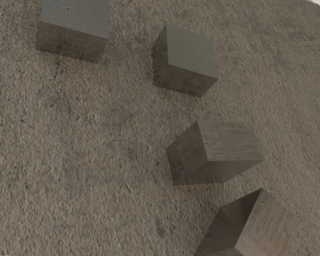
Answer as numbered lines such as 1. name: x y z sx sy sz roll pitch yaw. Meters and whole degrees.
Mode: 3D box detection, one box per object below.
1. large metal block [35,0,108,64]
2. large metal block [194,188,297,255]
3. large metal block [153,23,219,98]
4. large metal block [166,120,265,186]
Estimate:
1. large metal block: -0.115 -0.141 0.411 0.081 0.050 0.080 9 58 -23
2. large metal block: 0.092 0.123 0.343 0.050 0.080 0.080 42 51 1
3. large metal block: 0.036 -0.101 0.468 0.081 0.050 0.080 12 57 -22
4. large metal block: 0.065 0.032 0.383 0.081 0.080 0.050 2 61 -27
